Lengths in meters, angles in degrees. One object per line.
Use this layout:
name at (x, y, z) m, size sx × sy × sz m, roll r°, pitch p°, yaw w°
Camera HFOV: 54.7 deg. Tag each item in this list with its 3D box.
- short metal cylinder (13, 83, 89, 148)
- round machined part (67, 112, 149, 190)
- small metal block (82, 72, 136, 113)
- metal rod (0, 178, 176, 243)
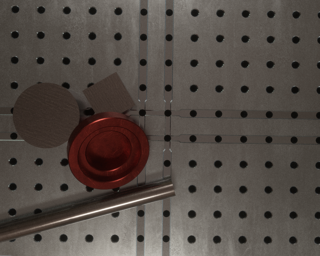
short metal cylinder at (-0.138, -0.015, 0.399) m, size 0.081 × 0.050 × 0.079 m, roll 0°, pitch 90°, yaw -1°
round machined part at (-0.067, 0.025, 0.390) m, size 0.099 × 0.042 × 0.097 m, roll -8°, pitch 115°, yaw -18°
small metal block at (-0.066, -0.039, 0.413) m, size 0.050 × 0.025 × 0.050 m, roll -30°, pitch 90°, yaw -1°
metal rod at (-0.128, 0.117, 0.411) m, size 0.302 × 0.025 × 0.025 m, roll -15°, pitch 90°, yaw -1°
